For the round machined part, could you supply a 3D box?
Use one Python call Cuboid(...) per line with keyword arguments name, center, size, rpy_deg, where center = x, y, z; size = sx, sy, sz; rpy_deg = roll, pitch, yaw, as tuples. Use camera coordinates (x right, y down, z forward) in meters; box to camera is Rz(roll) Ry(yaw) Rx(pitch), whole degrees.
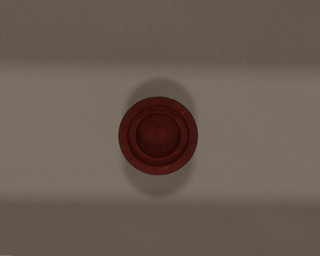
Cuboid(name="round machined part", center=(-0.002, 0.009, 0.403), size=(0.099, 0.042, 0.097), rpy_deg=(0, 90, -1))
